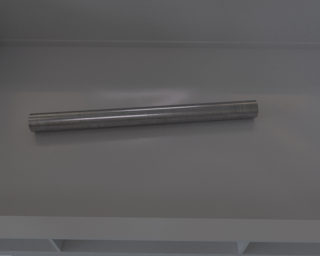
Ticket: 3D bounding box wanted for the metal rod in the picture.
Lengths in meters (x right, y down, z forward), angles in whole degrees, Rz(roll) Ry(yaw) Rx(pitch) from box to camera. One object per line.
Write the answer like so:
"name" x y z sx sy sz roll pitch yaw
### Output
"metal rod" -0.019 -0.017 0.418 0.302 0.025 0.025 -4 50 -3
